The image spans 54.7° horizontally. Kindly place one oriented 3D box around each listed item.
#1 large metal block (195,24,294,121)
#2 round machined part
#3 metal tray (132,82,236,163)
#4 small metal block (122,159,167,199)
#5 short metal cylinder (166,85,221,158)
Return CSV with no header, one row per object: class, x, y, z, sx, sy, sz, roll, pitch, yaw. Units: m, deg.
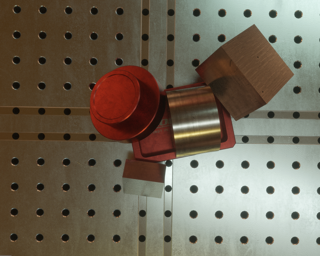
large metal block,0.104,-0.068,0.378,0.080,0.050,0.080,-39,91,-37
round machined part,-0.046,-0.033,0.382,0.098,0.042,0.098,-6,74,22
metal tray,0.025,-0.007,0.409,0.131,0.030,0.089,-11,90,0
small metal block,-0.020,0.066,0.395,0.050,0.050,0.025,8,56,0
short metal cylinder,0.038,-0.008,0.370,0.050,0.080,0.080,-9,90,-1
